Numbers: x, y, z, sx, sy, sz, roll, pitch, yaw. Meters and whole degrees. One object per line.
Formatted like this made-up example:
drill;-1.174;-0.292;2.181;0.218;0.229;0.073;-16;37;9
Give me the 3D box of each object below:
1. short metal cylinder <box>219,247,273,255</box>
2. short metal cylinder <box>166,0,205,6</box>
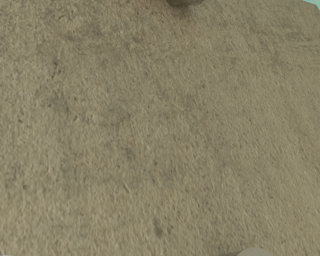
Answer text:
short metal cylinder;0.093;0.175;0.333;0.081;0.050;0.080;14;56;-21
short metal cylinder;0.047;-0.263;0.557;0.050;0.080;0.080;-14;69;-34
